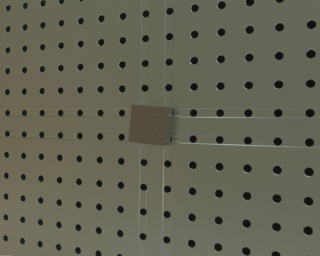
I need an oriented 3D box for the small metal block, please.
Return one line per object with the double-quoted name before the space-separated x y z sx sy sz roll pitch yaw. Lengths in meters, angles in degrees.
"small metal block" -0.012 -0.004 0.416 0.050 0.025 0.050 5 92 19
